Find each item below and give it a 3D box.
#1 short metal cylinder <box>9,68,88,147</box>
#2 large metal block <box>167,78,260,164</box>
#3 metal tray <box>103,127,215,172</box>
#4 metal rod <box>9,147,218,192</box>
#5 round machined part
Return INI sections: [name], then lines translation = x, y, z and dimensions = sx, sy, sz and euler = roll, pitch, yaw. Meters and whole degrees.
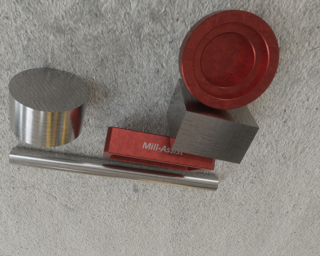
[short metal cylinder]
translation = -0.125, -0.025, 0.348
dimensions = 0.081, 0.080, 0.050
euler = 12, 129, -11
[large metal block]
translation = 0.056, -0.010, 0.360
dimensions = 0.081, 0.080, 0.050
euler = 12, 121, -11
[metal tray]
translation = -0.005, 0.031, 0.397
dimensions = 0.131, 0.030, 0.090
euler = 10, 168, -9
[metal rod]
translation = -0.061, 0.063, 0.459
dimensions = 0.302, 0.025, 0.025
euler = 9, 130, -9
[round machined part]
translation = 0.068, -0.072, 0.323
dimensions = 0.099, 0.042, 0.097
euler = -2, 112, -6
